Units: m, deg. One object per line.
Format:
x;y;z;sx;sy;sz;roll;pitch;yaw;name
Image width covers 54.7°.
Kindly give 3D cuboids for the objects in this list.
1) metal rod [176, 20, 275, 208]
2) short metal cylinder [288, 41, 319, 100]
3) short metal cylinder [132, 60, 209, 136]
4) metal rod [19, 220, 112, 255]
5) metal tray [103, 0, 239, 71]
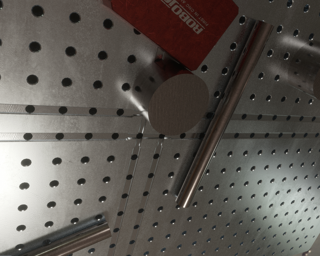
0.087;-0.007;0.456;0.025;0.025;0.298;7;115;-32;metal rod
0.248;-0.089;0.478;0.081;0.050;0.079;-14;125;-21;short metal cylinder
0.013;-0.037;0.380;0.081;0.050;0.079;-14;125;-21;short metal cylinder
-0.213;0.195;0.416;0.302;0.025;0.025;-18;126;-18;metal rod
0.016;-0.132;0.336;0.131;0.030;0.090;29;102;-38;metal tray
